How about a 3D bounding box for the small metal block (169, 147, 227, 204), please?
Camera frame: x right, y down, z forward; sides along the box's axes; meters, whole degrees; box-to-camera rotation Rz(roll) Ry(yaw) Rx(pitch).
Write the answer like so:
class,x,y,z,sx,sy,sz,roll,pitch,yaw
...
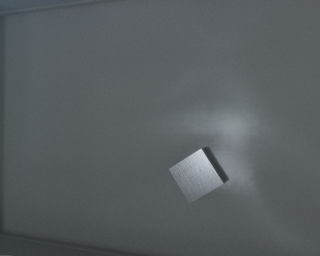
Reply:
class,x,y,z,sx,sy,sz,roll,pitch,yaw
small metal block,0.048,0.059,0.393,0.050,0.025,0.050,-35,79,16
